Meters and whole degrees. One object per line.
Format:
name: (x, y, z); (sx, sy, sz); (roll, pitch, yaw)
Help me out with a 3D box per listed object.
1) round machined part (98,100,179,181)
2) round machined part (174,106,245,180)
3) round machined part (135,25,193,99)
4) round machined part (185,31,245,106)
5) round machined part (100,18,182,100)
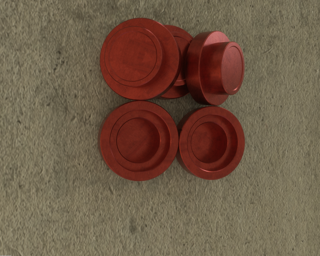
round machined part: (-0.030, 0.015, 0.391); (0.099, 0.042, 0.097); (0, 90, -21)
round machined part: (0.063, 0.019, 0.426); (0.099, 0.042, 0.097); (0, 90, -21)
round machined part: (0.014, -0.087, 0.407); (0.099, 0.042, 0.097); (0, 90, -21)
round machined part: (0.078, -0.078, 0.408); (0.099, 0.042, 0.097); (-11, 104, -50)
round machined part: (-0.026, -0.082, 0.367); (0.098, 0.042, 0.097); (1, 93, 13)
